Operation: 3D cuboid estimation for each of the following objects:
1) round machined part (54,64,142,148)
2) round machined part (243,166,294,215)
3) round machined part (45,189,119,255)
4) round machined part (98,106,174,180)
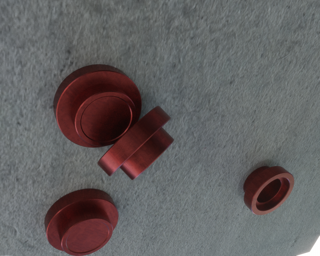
[{"bbox_3d":[-0.066,-0.018,0.350,0.099,0.042,0.097,-14,125,-21],"label":"round machined part"},{"bbox_3d":[0.195,0.110,0.574,0.099,0.042,0.097,-14,125,-21],"label":"round machined part"},{"bbox_3d":[-0.104,0.135,0.424,0.099,0.042,0.097,-14,125,-21],"label":"round machined part"},{"bbox_3d":[-0.022,0.023,0.361,0.098,0.098,0.042,-44,89,2],"label":"round machined part"}]
